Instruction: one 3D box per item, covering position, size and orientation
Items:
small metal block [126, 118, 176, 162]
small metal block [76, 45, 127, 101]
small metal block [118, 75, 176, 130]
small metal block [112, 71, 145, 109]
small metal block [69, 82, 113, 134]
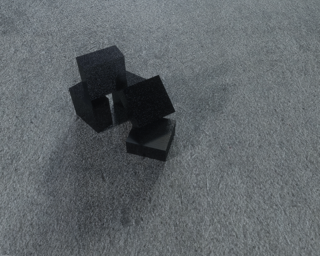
[{"bbox_3d":[-0.011,0.011,0.395,0.050,0.025,0.050,13,51,10],"label":"small metal block"},{"bbox_3d":[-0.070,-0.067,0.379,0.050,0.050,0.025,-23,54,-19],"label":"small metal block"},{"bbox_3d":[-0.017,-0.031,0.383,0.050,0.025,0.050,-25,92,-20],"label":"small metal block"},{"bbox_3d":[-0.039,-0.048,0.429,0.050,0.050,0.025,26,55,19],"label":"small metal block"},{"bbox_3d":[-0.091,-0.028,0.411,0.050,0.050,0.025,38,59,27],"label":"small metal block"}]
